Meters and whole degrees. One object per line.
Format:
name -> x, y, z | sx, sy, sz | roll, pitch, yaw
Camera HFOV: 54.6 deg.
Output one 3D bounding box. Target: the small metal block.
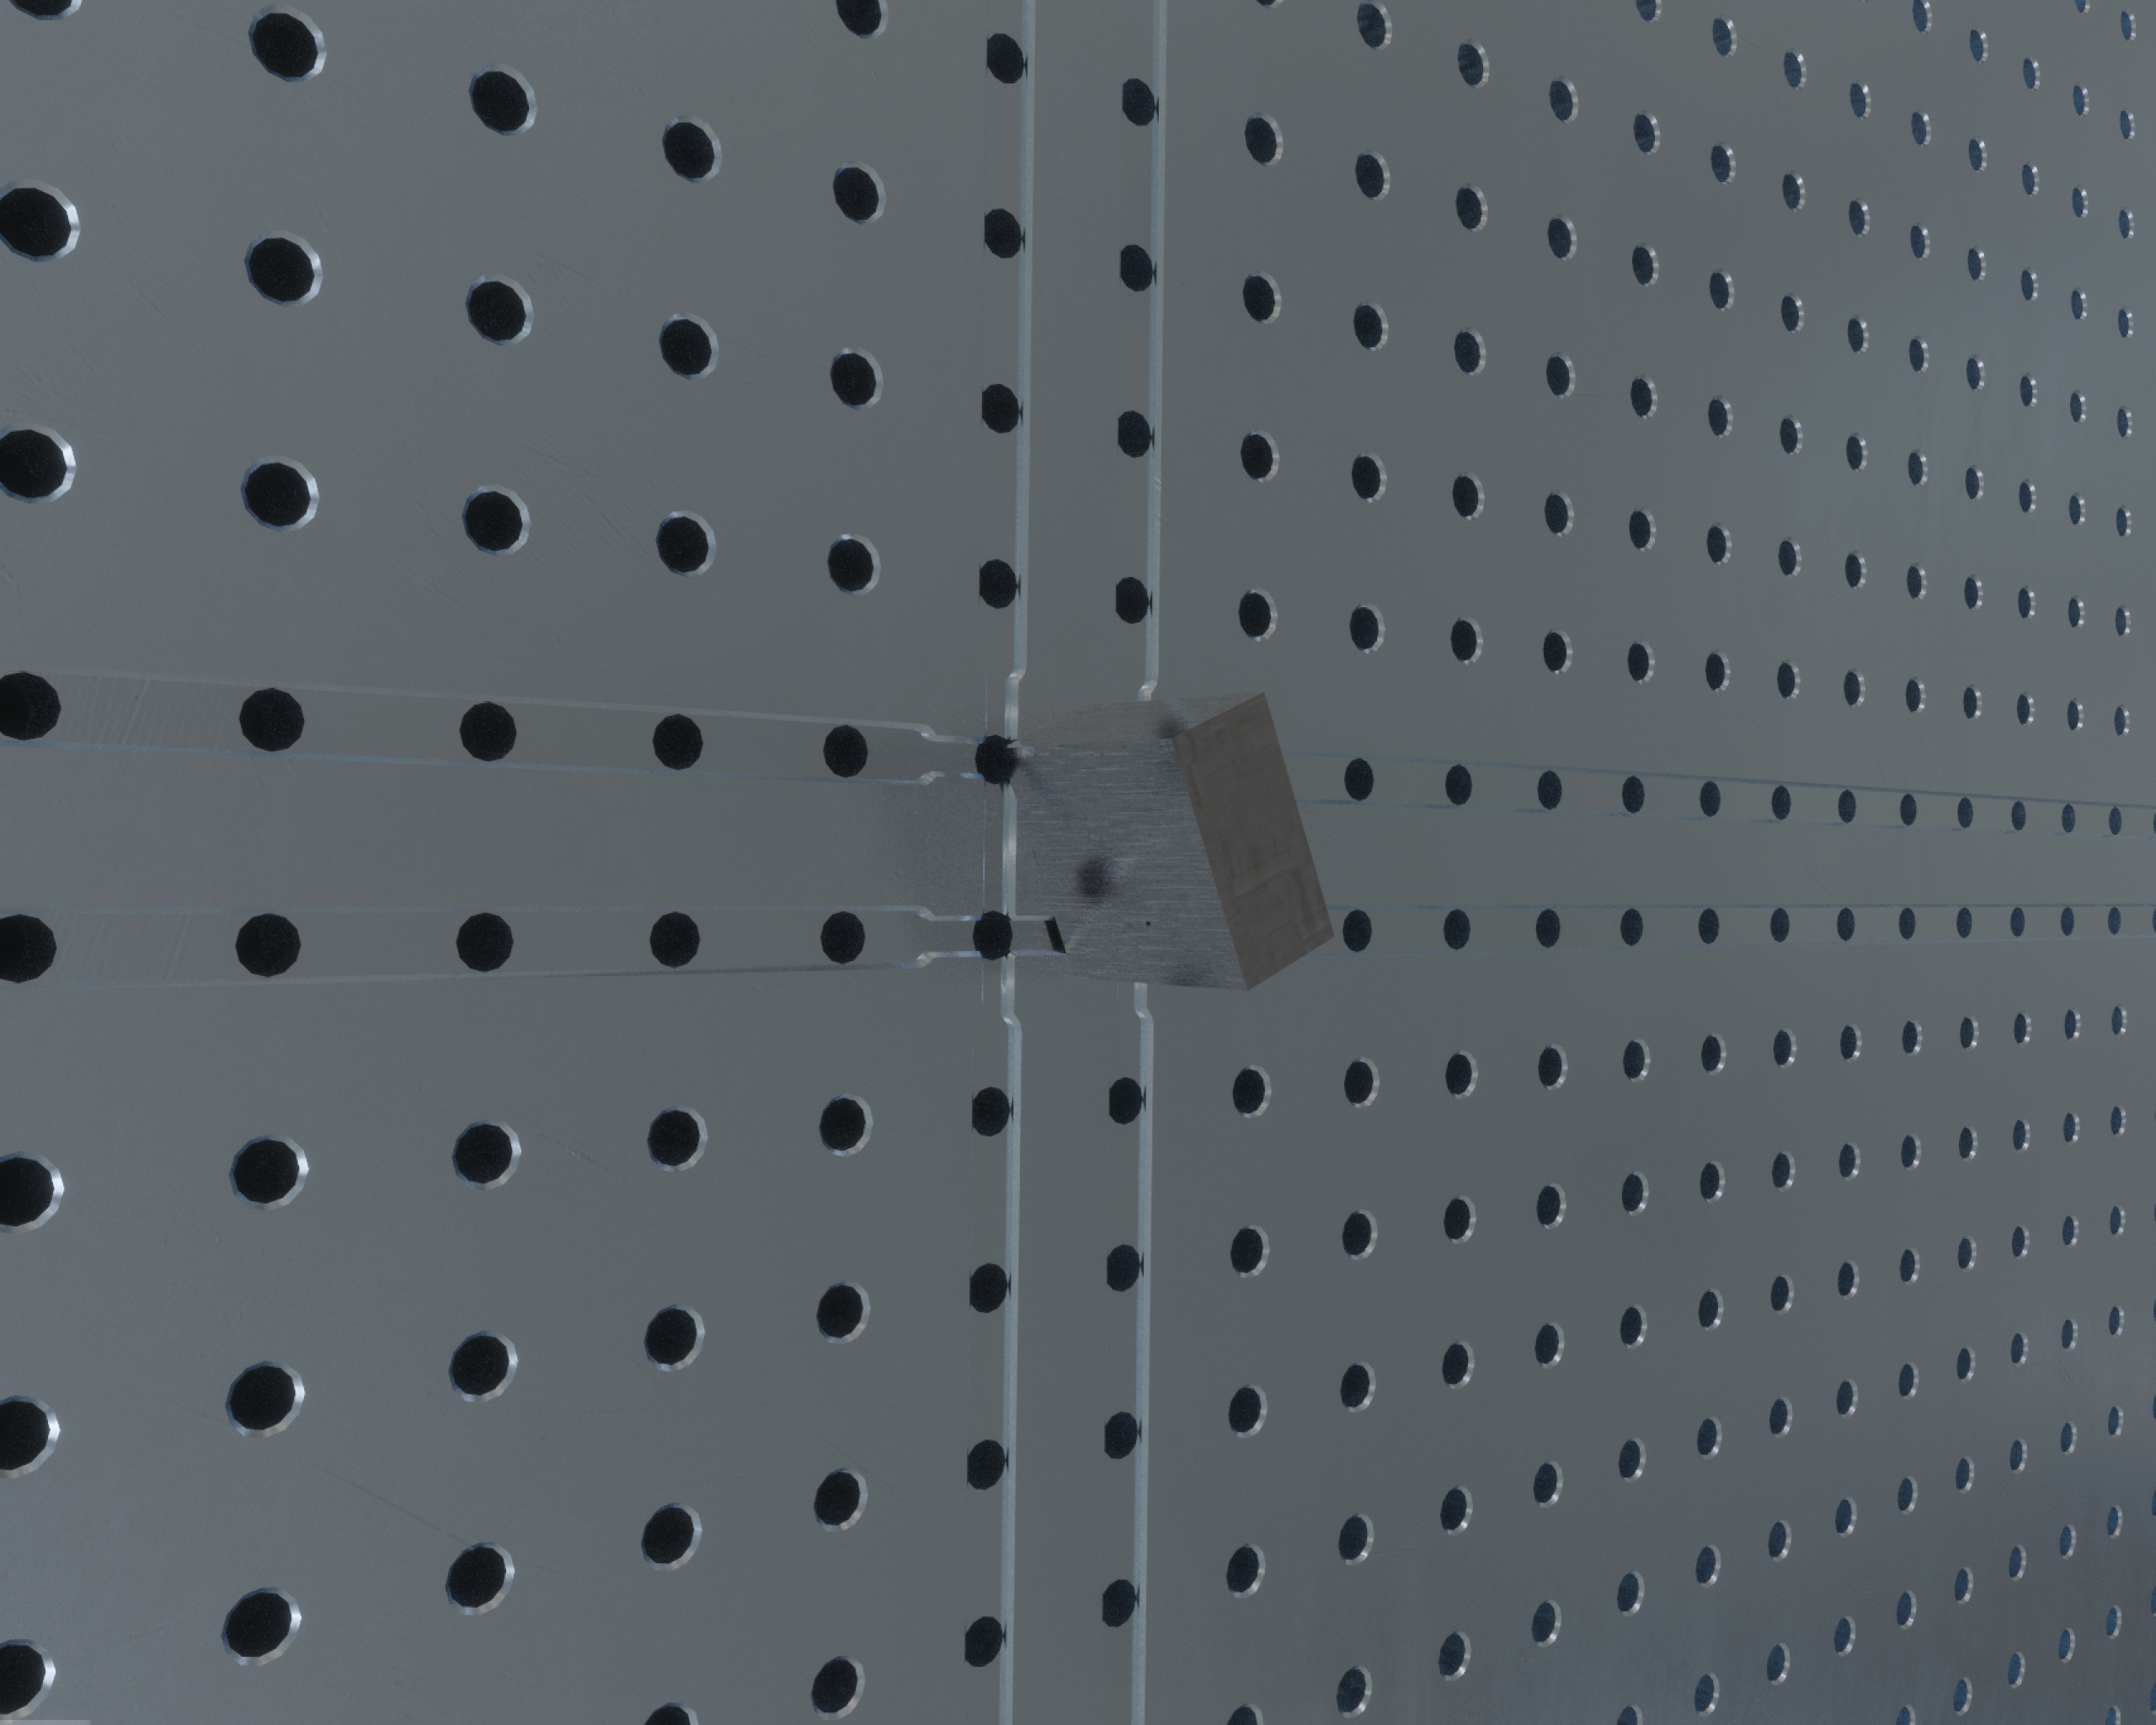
small metal block -> 0.017, -0.004, 0.406 | 0.025, 0.050, 0.050 | -28, 108, -36
